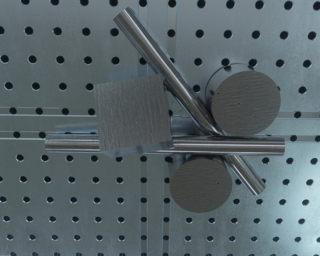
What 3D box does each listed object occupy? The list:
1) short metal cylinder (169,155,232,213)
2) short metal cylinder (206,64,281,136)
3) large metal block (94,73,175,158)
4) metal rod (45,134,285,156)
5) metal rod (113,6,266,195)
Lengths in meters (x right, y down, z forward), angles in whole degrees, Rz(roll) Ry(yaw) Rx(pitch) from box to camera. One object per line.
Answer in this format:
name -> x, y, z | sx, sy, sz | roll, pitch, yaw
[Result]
short metal cylinder -> 0.053, 0.067, 0.421 | 0.081, 0.050, 0.079 | 0, 110, 0
short metal cylinder -> 0.100, -0.036, 0.384 | 0.081, 0.050, 0.079 | 0, 110, 0
large metal block -> -0.030, -0.012, 0.372 | 0.080, 0.050, 0.080 | -9, 75, 3
metal rod -> 0.002, 0.021, 0.399 | 0.302, 0.025, 0.025 | 0, 110, 6
metal rod -> 0.047, -0.023, 0.402 | 0.025, 0.025, 0.300 | -36, 107, 12
